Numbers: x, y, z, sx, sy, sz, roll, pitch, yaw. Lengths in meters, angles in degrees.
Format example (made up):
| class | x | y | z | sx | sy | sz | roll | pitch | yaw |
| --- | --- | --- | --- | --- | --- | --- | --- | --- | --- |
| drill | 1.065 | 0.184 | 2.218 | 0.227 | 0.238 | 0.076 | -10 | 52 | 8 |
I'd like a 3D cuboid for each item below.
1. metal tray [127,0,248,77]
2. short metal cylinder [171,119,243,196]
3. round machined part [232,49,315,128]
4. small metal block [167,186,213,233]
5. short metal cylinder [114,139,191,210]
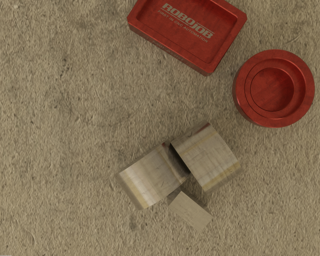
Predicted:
| class | x | y | z | sx | sy | sz | roll | pitch | yaw |
| --- | --- | --- | --- | --- | --- | --- | --- | --- | --- |
| metal tray | 0.035 | -0.139 | 0.407 | 0.130 | 0.030 | 0.090 | 32 | 90 | 0 |
| short metal cylinder | 0.056 | 0.036 | 0.383 | 0.050 | 0.080 | 0.080 | -35 | 90 | 0 |
| round machined part | 0.143 | -0.049 | 0.403 | 0.099 | 0.042 | 0.097 | 0 | 90 | 0 |
| small metal block | 0.037 | 0.101 | 0.398 | 0.050 | 0.050 | 0.025 | 40 | 90 | 0 |
| short metal cylinder | -0.009 | 0.056 | 0.383 | 0.080 | 0.080 | 0.050 | -34 | 90 | 0 |
